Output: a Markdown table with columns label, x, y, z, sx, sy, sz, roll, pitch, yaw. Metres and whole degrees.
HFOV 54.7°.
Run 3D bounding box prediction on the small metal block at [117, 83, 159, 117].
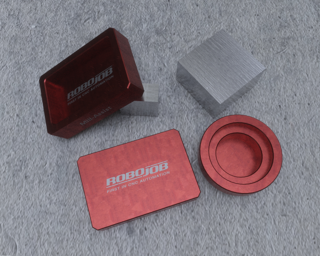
| label | x | y | z | sx | sy | sz | roll | pitch | yaw |
| --- | --- | --- | --- | --- | --- | --- | --- | --- | --- |
| small metal block | -0.027 | -0.036 | 0.408 | 0.050 | 0.050 | 0.025 | 3 | 70 | 1 |

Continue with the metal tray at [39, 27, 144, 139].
| label | x | y | z | sx | sy | sz | roll | pitch | yaw |
| --- | --- | --- | --- | --- | --- | --- | --- | --- | --- |
| metal tray | -0.090 | -0.053 | 0.388 | 0.130 | 0.030 | 0.090 | -27 | 65 | 21 |

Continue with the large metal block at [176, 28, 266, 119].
| label | x | y | z | sx | sy | sz | roll | pitch | yaw |
| --- | --- | --- | --- | --- | --- | --- | --- | --- | --- |
| large metal block | 0.079 | -0.073 | 0.422 | 0.080 | 0.050 | 0.080 | -38 | 75 | -13 |

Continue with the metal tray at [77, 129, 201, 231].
| label | x | y | z | sx | sy | sz | roll | pitch | yaw |
| --- | --- | --- | --- | --- | --- | --- | --- | --- | --- |
| metal tray | -0.026 | 0.063 | 0.382 | 0.131 | 0.030 | 0.090 | -17 | 71 | -6 |

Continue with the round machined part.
| label | x | y | z | sx | sy | sz | roll | pitch | yaw |
| --- | --- | --- | --- | --- | --- | --- | --- | --- | --- |
| round machined part | 0.096 | 0.036 | 0.387 | 0.099 | 0.042 | 0.098 | 0 | 70 | 0 |
